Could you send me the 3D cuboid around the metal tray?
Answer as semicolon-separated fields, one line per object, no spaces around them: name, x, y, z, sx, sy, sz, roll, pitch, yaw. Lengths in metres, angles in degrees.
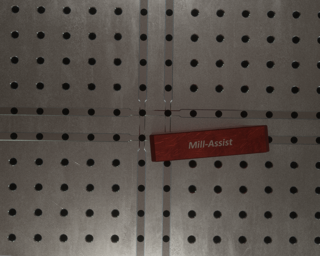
metal tray;0.055;0.017;0.381;0.131;0.090;0.030;-5;90;-1
